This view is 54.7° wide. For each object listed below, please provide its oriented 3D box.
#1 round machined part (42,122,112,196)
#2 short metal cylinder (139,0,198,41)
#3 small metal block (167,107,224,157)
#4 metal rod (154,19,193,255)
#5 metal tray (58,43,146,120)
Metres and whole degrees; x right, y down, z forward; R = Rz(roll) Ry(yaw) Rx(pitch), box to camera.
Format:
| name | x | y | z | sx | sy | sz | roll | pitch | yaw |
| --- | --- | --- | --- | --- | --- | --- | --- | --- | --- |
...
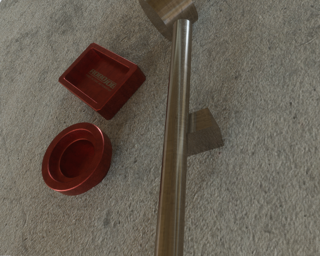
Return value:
| name | x | y | z | sx | sy | sz | roll | pitch | yaw |
| --- | --- | --- | --- | --- | --- | --- | --- | --- | --- |
| round machined part | -0.107 | 0.045 | 0.420 | 0.098 | 0.042 | 0.098 | -13 | 56 | 20 |
| short metal cylinder | 0.013 | -0.180 | 0.471 | 0.050 | 0.080 | 0.080 | -40 | 51 | 1 |
| small metal block | 0.042 | 0.007 | 0.361 | 0.050 | 0.050 | 0.025 | -19 | 55 | 17 |
| metal rod | 0.018 | -0.002 | 0.330 | 0.025 | 0.025 | 0.299 | -9 | 58 | 23 |
| metal tray | -0.096 | -0.079 | 0.496 | 0.130 | 0.030 | 0.090 | 34 | 80 | 38 |
